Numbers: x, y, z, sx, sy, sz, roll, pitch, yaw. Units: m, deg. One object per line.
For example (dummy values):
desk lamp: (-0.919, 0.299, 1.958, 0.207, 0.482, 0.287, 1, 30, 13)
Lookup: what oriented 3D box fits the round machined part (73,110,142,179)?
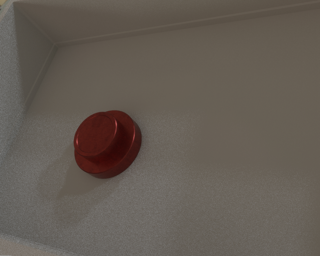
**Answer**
round machined part: (-0.078, 0.017, 0.427, 0.098, 0.042, 0.098, -13, 56, 21)
